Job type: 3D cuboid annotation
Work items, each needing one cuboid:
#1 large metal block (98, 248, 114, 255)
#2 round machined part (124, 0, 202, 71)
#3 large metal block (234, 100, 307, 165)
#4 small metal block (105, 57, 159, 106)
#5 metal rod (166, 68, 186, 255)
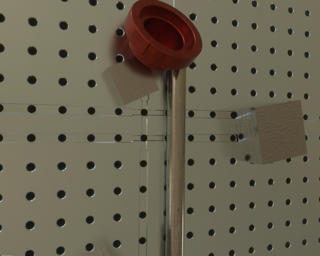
[{"bbox_3d":[-0.065,0.211,0.376,0.080,0.050,0.080,-42,104,-15],"label":"large metal block"},{"bbox_3d":[0.000,-0.111,0.388,0.099,0.042,0.098,17,51,-22],"label":"round machined part"},{"bbox_3d":[0.164,0.005,0.460,0.081,0.050,0.079,-10,94,-20],"label":"large metal block"},{"bbox_3d":[-0.036,-0.061,0.399,0.050,0.025,0.050,-26,99,-18],"label":"small metal block"},{"bbox_3d":[0.021,0.066,0.420,0.025,0.025,0.298,1,90,-20],"label":"metal rod"}]
